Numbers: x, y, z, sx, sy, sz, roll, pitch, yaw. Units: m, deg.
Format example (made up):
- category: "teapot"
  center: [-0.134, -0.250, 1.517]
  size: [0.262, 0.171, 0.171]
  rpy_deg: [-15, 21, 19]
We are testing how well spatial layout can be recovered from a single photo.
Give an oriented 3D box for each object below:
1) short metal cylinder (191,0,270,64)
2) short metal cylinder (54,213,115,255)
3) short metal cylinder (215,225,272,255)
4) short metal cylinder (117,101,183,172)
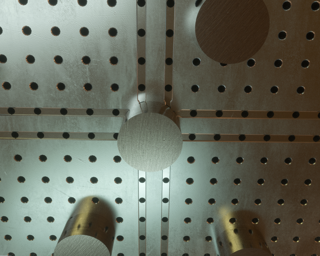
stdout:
- category: "short metal cylinder"
  center: [0.078, -0.118, 0.358]
  size: [0.081, 0.050, 0.079]
  rpy_deg: [0, 110, -1]
- category: "short metal cylinder"
  center: [-0.111, 0.176, 0.463]
  size: [0.081, 0.050, 0.079]
  rpy_deg: [0, 110, -1]
- category: "short metal cylinder"
  center: [0.129, 0.198, 0.475]
  size: [0.081, 0.050, 0.079]
  rpy_deg: [0, 110, -1]
- category: "short metal cylinder"
  center: [-0.012, 0.010, 0.404]
  size: [0.081, 0.050, 0.079]
  rpy_deg: [0, 110, -1]
